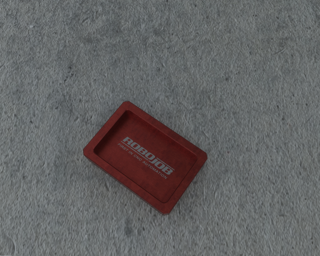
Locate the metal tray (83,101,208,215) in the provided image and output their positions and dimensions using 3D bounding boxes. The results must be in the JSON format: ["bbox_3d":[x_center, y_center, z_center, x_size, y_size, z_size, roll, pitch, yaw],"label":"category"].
[{"bbox_3d":[-0.018,0.036,0.393,0.130,0.030,0.090,34,73,11],"label":"metal tray"}]
